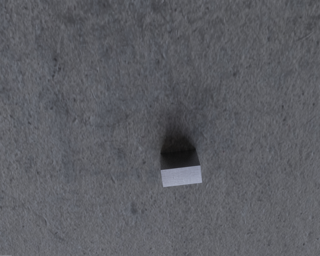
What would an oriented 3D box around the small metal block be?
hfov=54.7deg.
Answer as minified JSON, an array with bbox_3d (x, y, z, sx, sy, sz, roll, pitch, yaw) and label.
[{"bbox_3d":[0.027,0.053,0.416,0.050,0.050,0.025,-7,110,2],"label":"small metal block"}]
